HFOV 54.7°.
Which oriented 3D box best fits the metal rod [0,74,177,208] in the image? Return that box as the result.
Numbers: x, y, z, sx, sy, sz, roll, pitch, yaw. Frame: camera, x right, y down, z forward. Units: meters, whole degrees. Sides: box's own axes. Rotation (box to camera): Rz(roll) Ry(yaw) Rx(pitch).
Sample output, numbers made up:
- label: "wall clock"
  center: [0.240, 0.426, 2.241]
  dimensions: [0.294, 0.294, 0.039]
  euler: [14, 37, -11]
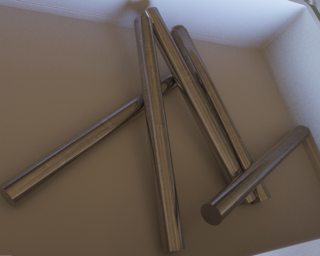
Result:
- label: "metal rod"
  center: [-0.053, -0.010, 0.384]
  dimensions: [0.025, 0.025, 0.302]
  euler: [47, 51, 4]

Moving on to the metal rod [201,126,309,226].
- label: "metal rod"
  center: [0.149, 0.048, 0.428]
  dimensions: [0.302, 0.025, 0.025]
  euler: [-23, 74, -46]

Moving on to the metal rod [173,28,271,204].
- label: "metal rod"
  center: [0.087, -0.031, 0.473]
  dimensions: [0.025, 0.025, 0.299]
  euler: [-9, 66, -32]

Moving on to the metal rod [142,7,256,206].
- label: "metal rod"
  center: [0.051, -0.035, 0.431]
  dimensions: [0.025, 0.025, 0.299]
  euler: [-21, 81, -36]

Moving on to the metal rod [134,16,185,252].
- label: "metal rod"
  center: [-0.004, -0.008, 0.383]
  dimensions: [0.025, 0.025, 0.299]
  euler: [2, 69, -28]
